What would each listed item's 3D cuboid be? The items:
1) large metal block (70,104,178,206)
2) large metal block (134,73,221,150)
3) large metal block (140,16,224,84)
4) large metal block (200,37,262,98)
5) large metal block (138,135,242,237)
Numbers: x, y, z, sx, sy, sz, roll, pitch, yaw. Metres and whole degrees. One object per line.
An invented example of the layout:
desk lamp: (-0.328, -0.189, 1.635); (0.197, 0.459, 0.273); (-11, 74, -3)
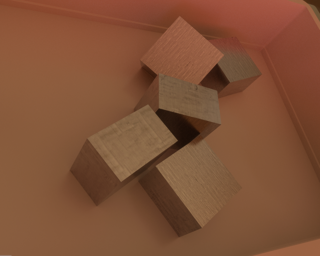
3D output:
large metal block: (-0.040, 0.030, 0.332); (0.081, 0.080, 0.050); (-33, 81, -38)
large metal block: (0.018, -0.015, 0.391); (0.081, 0.080, 0.050); (13, 56, -21)
large metal block: (0.029, -0.094, 0.440); (0.080, 0.050, 0.080); (42, 88, 0)
large metal block: (0.105, -0.099, 0.509); (0.081, 0.050, 0.080); (-18, 71, -35)
large metal block: (0.036, 0.068, 0.369); (0.081, 0.050, 0.080); (-31, 79, -38)
